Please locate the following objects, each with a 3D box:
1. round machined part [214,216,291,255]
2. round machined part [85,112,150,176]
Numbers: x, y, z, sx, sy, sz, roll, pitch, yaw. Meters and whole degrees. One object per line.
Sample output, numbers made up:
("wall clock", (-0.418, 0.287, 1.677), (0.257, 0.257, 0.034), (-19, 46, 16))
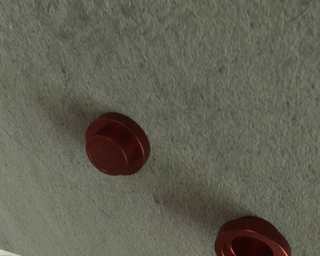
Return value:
("round machined part", (0.128, 0.161, 0.427), (0.098, 0.042, 0.097), (13, 124, 20))
("round machined part", (-0.067, 0.030, 0.448), (0.098, 0.042, 0.097), (13, 124, 20))
